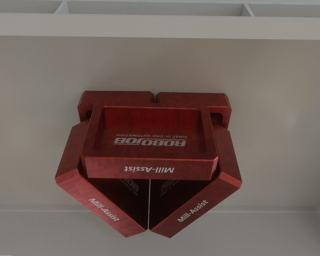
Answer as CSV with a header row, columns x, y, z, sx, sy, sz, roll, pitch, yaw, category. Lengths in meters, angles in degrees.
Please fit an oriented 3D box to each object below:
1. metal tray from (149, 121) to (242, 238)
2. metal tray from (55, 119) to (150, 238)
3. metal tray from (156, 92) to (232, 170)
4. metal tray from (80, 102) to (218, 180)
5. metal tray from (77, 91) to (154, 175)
x,y,z,sx,sy,sz,roll,pitch,yaw,category
0.036,0.064,0.378,0.030,0.090,0.129,29,125,-22,metal tray
-0.061,0.061,0.376,0.030,0.090,0.130,-25,126,20,metal tray
0.039,0.015,0.417,0.091,0.030,0.129,1,129,-1,metal tray
-0.010,0.011,0.333,0.131,0.090,0.030,2,130,-1,metal tray
-0.053,0.013,0.415,0.091,0.030,0.129,0,129,0,metal tray
